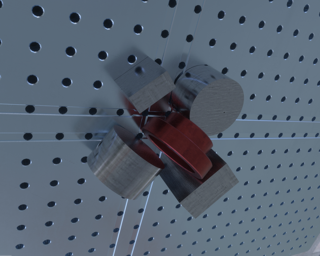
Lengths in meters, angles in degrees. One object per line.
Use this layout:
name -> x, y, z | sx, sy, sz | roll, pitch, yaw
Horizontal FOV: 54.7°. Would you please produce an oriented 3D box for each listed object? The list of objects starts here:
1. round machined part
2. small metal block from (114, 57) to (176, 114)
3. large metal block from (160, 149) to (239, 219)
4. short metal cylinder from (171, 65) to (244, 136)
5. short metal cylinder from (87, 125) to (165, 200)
round machined part -> 0.027, 0.017, 0.392 | 0.042, 0.098, 0.098 | -50, 130, -9
small metal block -> -0.018, -0.050, 0.355 | 0.050, 0.050, 0.025 | -36, 130, -5
large metal block -> 0.051, 0.067, 0.448 | 0.080, 0.080, 0.050 | -40, 130, -2
short metal cylinder -> 0.062, -0.036, 0.408 | 0.081, 0.050, 0.079 | -14, 125, -21
short metal cylinder -> -0.041, 0.041, 0.379 | 0.050, 0.080, 0.080 | -50, 129, 6
